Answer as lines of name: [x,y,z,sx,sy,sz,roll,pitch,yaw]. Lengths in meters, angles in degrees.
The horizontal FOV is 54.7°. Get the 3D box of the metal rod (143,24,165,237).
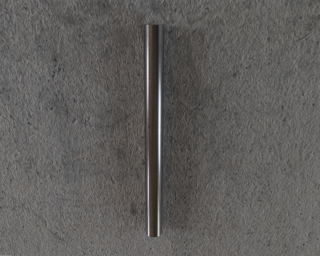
metal rod: [-0.008,0.017,0.417,0.025,0.025,0.298,0,110,-1]
